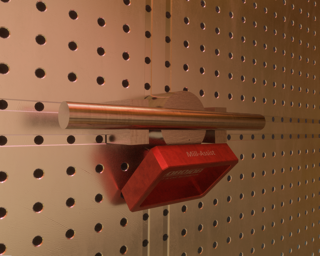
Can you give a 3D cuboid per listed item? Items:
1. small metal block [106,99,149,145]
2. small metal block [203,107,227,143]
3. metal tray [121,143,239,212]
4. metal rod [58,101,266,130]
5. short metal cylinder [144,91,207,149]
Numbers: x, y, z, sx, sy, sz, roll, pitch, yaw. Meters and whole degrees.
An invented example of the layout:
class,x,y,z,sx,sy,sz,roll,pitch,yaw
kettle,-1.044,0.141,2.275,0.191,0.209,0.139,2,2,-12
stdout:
class,x,y,z,sx,sy,sz,roll,pitch,yaw
small metal block,-0.038,-0.007,0.361,0.025,0.050,0.050,-1,91,-40
small metal block,0.069,-0.004,0.451,0.025,0.050,0.050,-1,91,-40
metal tray,0.027,0.061,0.393,0.131,0.089,0.030,1,47,-40
metal rod,0.031,-0.010,0.370,0.302,0.025,0.025,1,90,-40
short metal cylinder,0.015,-0.007,0.405,0.081,0.050,0.080,0,90,-40
